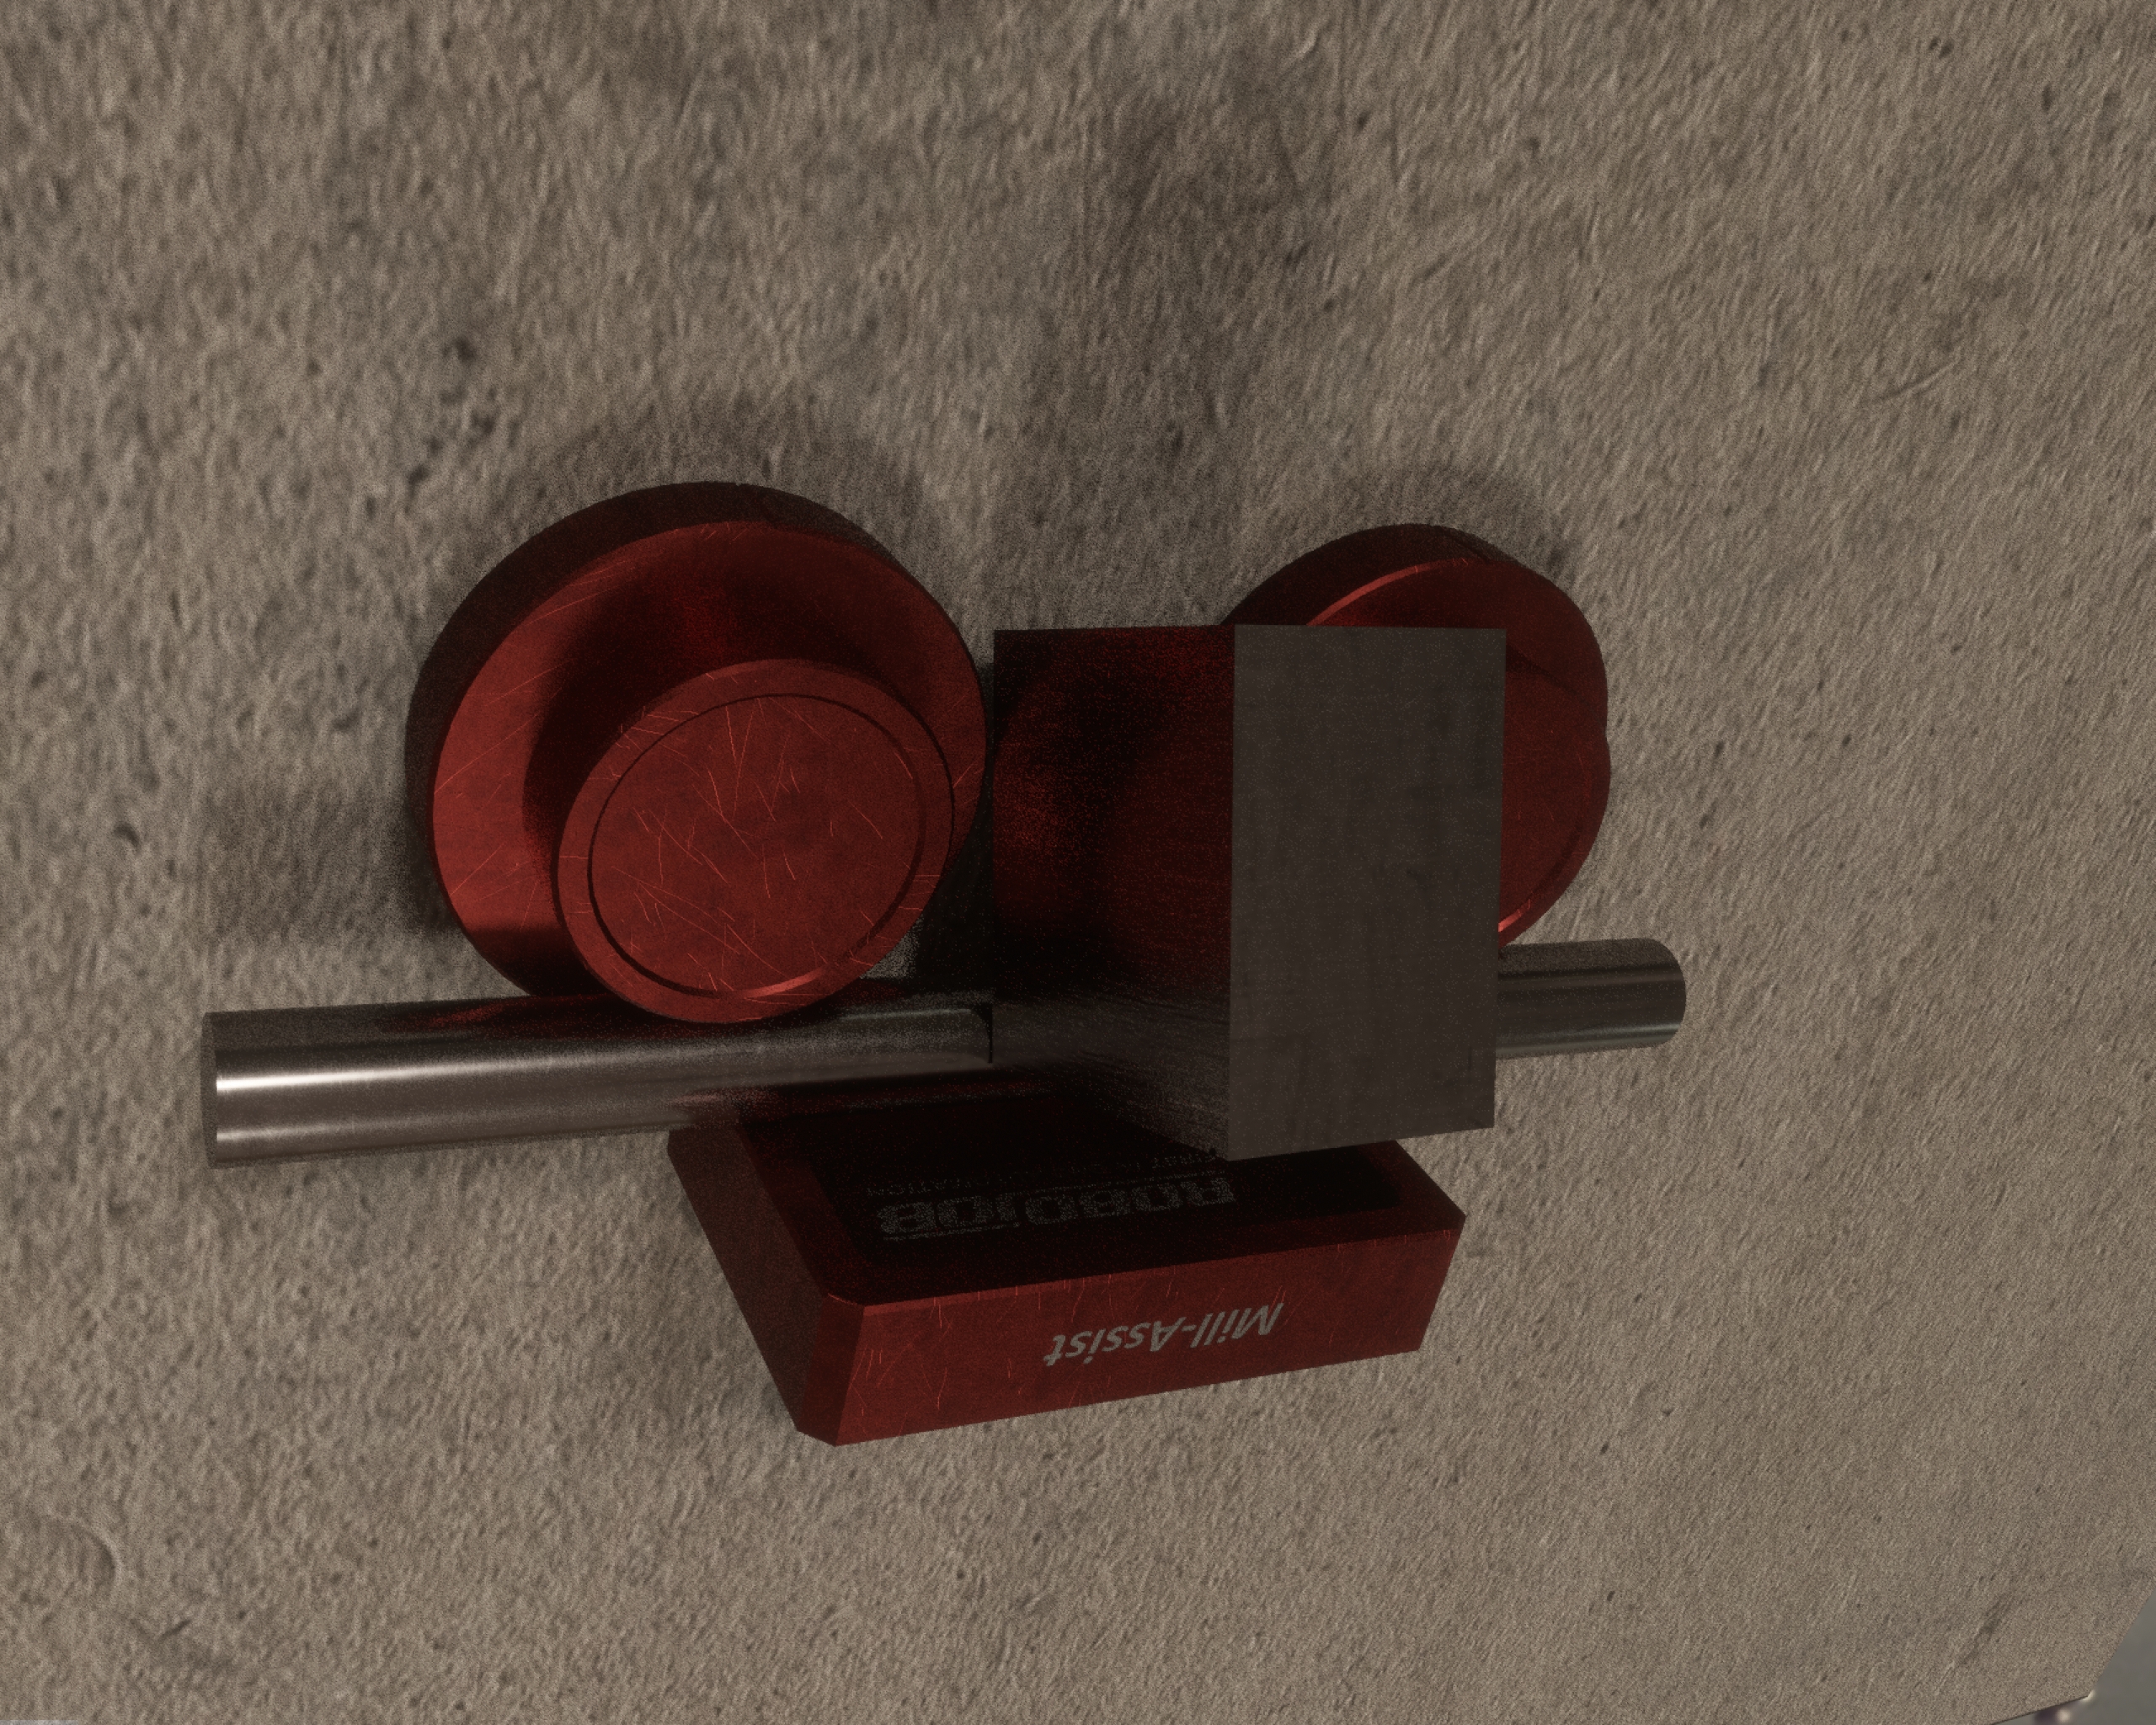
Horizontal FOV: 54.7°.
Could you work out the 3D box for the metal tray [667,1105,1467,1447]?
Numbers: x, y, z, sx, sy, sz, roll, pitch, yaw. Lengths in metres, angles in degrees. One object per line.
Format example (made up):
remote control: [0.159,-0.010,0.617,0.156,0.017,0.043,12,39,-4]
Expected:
metal tray: [-0.003,0.062,0.404,0.131,0.090,0.030,-1,119,-28]

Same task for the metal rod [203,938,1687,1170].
metal rod: [-0.004,0.033,0.401,0.303,0.025,0.025,-1,119,-28]

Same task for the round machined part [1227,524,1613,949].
round machined part: [0.069,-0.016,0.426,0.099,0.042,0.097,-14,125,-21]

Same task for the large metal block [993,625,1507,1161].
large metal block: [0.026,0.000,0.354,0.050,0.080,0.079,-2,96,-28]

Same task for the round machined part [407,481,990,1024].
round machined part: [-0.060,-0.012,0.356,0.099,0.042,0.097,-14,125,-21]
